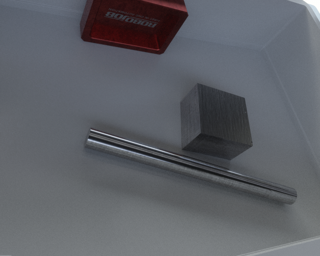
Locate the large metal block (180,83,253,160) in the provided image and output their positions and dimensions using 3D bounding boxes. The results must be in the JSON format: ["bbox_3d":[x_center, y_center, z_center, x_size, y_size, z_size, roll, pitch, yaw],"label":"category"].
[{"bbox_3d":[0.077,-0.007,0.438,0.081,0.050,0.080,14,56,-21],"label":"large metal block"}]

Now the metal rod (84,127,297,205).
[{"bbox_3d":[0.053,0.055,0.402,0.302,0.025,0.025,18,55,-18],"label":"metal rod"}]

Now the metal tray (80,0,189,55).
[{"bbox_3d":[-0.038,-0.153,0.438,0.131,0.090,0.030,3,61,-27],"label":"metal tray"}]
